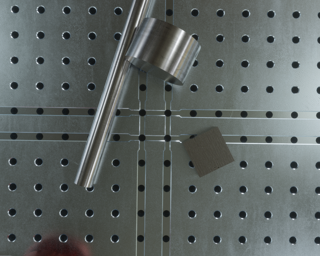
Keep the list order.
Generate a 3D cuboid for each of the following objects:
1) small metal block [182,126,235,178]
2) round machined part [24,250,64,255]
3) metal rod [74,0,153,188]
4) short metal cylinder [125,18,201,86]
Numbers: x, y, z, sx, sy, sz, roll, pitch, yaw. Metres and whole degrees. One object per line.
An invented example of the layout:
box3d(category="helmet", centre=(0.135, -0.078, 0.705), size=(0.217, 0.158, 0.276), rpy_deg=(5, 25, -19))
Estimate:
box3d(category="small metal block", centre=(0.063, 0.031, 0.414), size=(0.050, 0.025, 0.050), rpy_deg=(-26, 90, -1))
box3d(category="round machined part", centre=(-0.151, 0.207, 0.403), size=(0.099, 0.042, 0.097), rpy_deg=(0, 90, -1))
box3d(category="metal rod", centre=(-0.057, -0.067, 0.412), size=(0.025, 0.025, 0.298), rpy_deg=(18, 90, -1))
box3d(category="short metal cylinder", centre=(0.004, -0.093, 0.386), size=(0.080, 0.080, 0.050), rpy_deg=(26, 90, -1))
